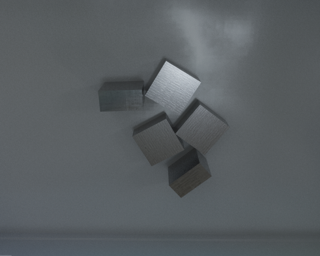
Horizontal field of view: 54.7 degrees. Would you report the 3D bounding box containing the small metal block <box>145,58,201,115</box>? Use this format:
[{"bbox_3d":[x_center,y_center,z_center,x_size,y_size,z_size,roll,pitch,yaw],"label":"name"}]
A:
[{"bbox_3d":[0.016,-0.052,0.392,0.050,0.025,0.050,30,107,-11],"label":"small metal block"}]

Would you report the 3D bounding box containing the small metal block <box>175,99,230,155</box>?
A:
[{"bbox_3d":[0.055,-0.001,0.411,0.050,0.025,0.050,36,106,-13],"label":"small metal block"}]

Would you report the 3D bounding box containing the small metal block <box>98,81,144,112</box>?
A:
[{"bbox_3d":[-0.046,-0.040,0.383,0.050,0.050,0.025,-2,110,0],"label":"small metal block"}]

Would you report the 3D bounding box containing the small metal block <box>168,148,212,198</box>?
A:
[{"bbox_3d":[0.039,0.059,0.420,0.050,0.050,0.025,-38,106,13],"label":"small metal block"}]

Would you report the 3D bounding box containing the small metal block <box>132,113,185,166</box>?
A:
[{"bbox_3d":[-0.002,0.016,0.417,0.050,0.025,0.050,-28,108,10],"label":"small metal block"}]
